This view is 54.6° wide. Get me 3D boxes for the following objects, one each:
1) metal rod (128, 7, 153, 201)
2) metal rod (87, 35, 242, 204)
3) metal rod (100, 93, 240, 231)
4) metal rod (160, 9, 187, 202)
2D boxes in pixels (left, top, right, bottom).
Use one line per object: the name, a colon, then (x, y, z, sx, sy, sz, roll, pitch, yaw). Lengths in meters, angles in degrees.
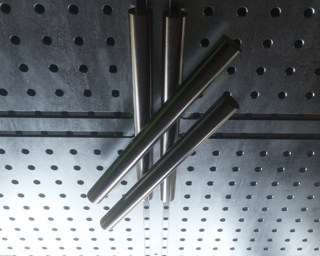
metal rod: (-0.022, -0.004, 0.408, 0.025, 0.025, 0.298, 0, 130, -1)
metal rod: (-0.013, 0.009, 0.387, 0.025, 0.025, 0.299, 28, 125, -22)
metal rod: (-0.003, 0.064, 0.432, 0.025, 0.025, 0.299, 28, 125, -22)
metal rod: (0.013, -0.002, 0.410, 0.025, 0.025, 0.298, 0, 130, -1)
